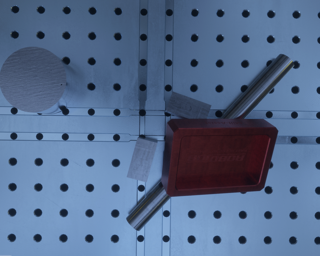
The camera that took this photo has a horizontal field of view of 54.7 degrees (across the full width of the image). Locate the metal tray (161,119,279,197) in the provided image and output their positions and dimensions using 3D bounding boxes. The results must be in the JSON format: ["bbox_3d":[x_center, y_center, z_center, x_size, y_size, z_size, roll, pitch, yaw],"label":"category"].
[{"bbox_3d":[0.072,0.035,0.381,0.131,0.030,0.089,0,113,-14],"label":"metal tray"}]

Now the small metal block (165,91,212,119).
[{"bbox_3d":[0.035,-0.025,0.401,0.050,0.050,0.025,20,90,-1],"label":"small metal block"}]

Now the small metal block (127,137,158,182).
[{"bbox_3d":[-0.022,0.039,0.401,0.025,0.050,0.050,15,90,0],"label":"small metal block"}]

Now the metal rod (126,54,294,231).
[{"bbox_3d":[0.067,0.019,0.414,0.025,0.025,0.300,43,90,-1],"label":"metal rod"}]

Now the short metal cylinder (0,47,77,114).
[{"bbox_3d":[-0.154,-0.059,0.399,0.081,0.050,0.079,0,90,-1],"label":"short metal cylinder"}]
